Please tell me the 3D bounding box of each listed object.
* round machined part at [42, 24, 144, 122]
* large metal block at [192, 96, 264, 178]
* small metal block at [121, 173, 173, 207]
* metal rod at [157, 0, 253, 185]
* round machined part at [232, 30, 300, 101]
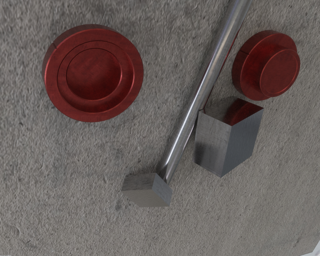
[{"bbox_3d":[-0.070,-0.058,0.321,0.099,0.042,0.097,-14,124,-21],"label":"round machined part"},{"bbox_3d":[0.094,0.010,0.432,0.081,0.050,0.079,-24,130,-40],"label":"large metal block"},{"bbox_3d":[-0.017,0.088,0.434,0.050,0.025,0.050,-10,137,30],"label":"small metal block"},{"bbox_3d":[0.054,-0.047,0.406,0.025,0.025,0.298,9,114,-32],"label":"metal rod"},{"bbox_3d":[0.152,-0.081,0.429,0.099,0.042,0.097,-14,124,-21],"label":"round machined part"}]
